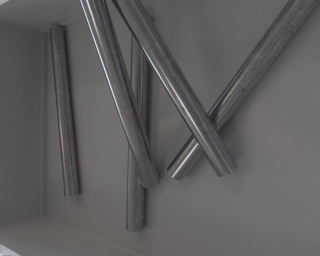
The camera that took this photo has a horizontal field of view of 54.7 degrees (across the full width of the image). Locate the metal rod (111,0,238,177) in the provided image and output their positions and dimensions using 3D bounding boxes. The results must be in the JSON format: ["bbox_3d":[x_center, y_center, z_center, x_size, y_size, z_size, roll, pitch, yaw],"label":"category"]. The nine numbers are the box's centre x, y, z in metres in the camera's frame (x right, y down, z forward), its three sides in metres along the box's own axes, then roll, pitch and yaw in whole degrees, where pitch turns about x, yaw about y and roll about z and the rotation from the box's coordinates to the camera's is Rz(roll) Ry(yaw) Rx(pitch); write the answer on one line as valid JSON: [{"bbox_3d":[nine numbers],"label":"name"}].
[{"bbox_3d":[-0.004,-0.079,0.322,0.025,0.025,0.299,-26,99,37],"label":"metal rod"}]

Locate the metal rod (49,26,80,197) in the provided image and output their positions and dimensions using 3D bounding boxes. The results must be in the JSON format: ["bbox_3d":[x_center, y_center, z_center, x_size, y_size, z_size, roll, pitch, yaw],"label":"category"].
[{"bbox_3d":[-0.169,-0.032,0.546,0.025,0.025,0.298,-12,82,39],"label":"metal rod"}]

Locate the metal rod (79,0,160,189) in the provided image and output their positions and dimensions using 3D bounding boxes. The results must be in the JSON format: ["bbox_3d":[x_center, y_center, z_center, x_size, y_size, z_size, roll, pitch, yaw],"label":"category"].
[{"bbox_3d":[-0.047,-0.053,0.349,0.025,0.025,0.298,11,128,39],"label":"metal rod"}]

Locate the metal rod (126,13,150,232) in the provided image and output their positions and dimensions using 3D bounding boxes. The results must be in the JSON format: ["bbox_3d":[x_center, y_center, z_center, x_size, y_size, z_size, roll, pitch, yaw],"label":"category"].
[{"bbox_3d":[-0.031,-0.007,0.432,0.025,0.025,0.298,3,92,40],"label":"metal rod"}]

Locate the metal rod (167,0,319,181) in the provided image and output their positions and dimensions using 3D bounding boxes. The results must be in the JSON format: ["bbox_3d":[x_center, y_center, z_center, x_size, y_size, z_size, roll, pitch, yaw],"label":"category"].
[{"bbox_3d":[0.094,-0.056,0.328,0.025,0.025,0.298,48,118,29],"label":"metal rod"}]
